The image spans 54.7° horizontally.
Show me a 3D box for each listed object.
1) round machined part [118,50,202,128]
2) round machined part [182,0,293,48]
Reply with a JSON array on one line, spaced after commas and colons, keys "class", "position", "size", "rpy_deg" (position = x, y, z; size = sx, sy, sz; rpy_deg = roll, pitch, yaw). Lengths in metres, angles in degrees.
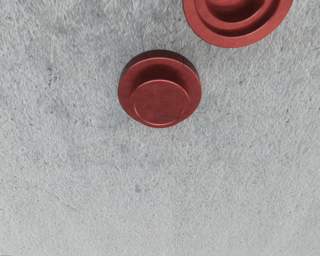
[{"class": "round machined part", "position": [0.000, -0.038, 0.363], "size": [0.099, 0.042, 0.097], "rpy_deg": [0, 130, 0]}, {"class": "round machined part", "position": [0.069, -0.128, 0.287], "size": [0.099, 0.042, 0.097], "rpy_deg": [0, 130, 0]}]
